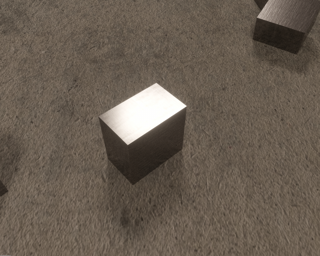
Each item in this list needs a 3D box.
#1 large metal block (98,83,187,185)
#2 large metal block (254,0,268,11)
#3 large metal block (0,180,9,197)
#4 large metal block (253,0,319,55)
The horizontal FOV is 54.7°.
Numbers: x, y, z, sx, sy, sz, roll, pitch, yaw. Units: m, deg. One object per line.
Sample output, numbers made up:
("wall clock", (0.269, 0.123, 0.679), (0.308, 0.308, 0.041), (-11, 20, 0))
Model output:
("large metal block", (-0.018, 0.007, 0.361), (0.080, 0.080, 0.050), (-34, 58, -25))
("large metal block", (0.227, -0.266, 0.594), (0.050, 0.080, 0.080), (-5, 50, -5))
("large metal block", (-0.220, 0.055, 0.319), (0.080, 0.080, 0.050), (-37, 59, -27))
("large metal block", (0.218, -0.184, 0.534), (0.080, 0.050, 0.080), (27, 68, 20))
